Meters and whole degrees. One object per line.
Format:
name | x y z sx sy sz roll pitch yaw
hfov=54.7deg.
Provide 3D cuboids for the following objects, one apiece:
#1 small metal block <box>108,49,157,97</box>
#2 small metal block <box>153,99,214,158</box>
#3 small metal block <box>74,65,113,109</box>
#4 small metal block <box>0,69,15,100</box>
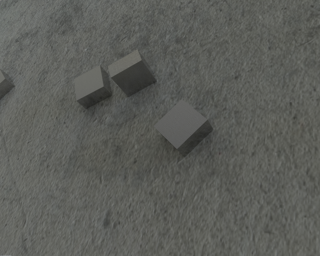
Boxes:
small metal block | -0.040 -0.080 0.456 0.050 0.050 0.025 -28 53 10
small metal block | 0.029 0.000 0.388 0.050 0.025 0.050 -44 51 -3
small metal block | -0.108 -0.066 0.499 0.050 0.025 0.050 -25 53 12
small metal block | -0.327 -0.086 0.625 0.050 0.025 0.050 -44 51 -3
